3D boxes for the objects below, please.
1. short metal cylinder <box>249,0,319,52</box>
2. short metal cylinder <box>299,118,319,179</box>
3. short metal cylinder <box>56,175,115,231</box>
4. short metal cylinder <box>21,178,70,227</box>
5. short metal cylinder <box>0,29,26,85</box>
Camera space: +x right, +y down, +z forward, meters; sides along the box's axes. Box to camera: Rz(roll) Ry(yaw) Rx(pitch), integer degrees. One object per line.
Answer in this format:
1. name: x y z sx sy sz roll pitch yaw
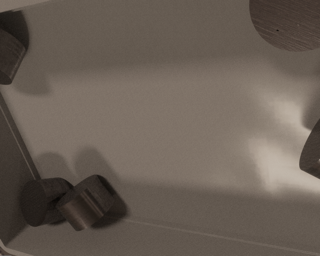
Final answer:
1. short metal cylinder: 0.121 -0.111 0.260 0.080 0.050 0.079 13 124 20
2. short metal cylinder: 0.176 0.017 0.291 0.050 0.080 0.079 28 128 10
3. short metal cylinder: -0.122 0.122 0.511 0.080 0.080 0.050 -27 104 37
4. short metal cylinder: -0.205 0.131 0.557 0.080 0.050 0.080 -2 87 36
5. short metal cylinder: -0.235 -0.101 0.426 0.080 0.050 0.080 14 162 5
